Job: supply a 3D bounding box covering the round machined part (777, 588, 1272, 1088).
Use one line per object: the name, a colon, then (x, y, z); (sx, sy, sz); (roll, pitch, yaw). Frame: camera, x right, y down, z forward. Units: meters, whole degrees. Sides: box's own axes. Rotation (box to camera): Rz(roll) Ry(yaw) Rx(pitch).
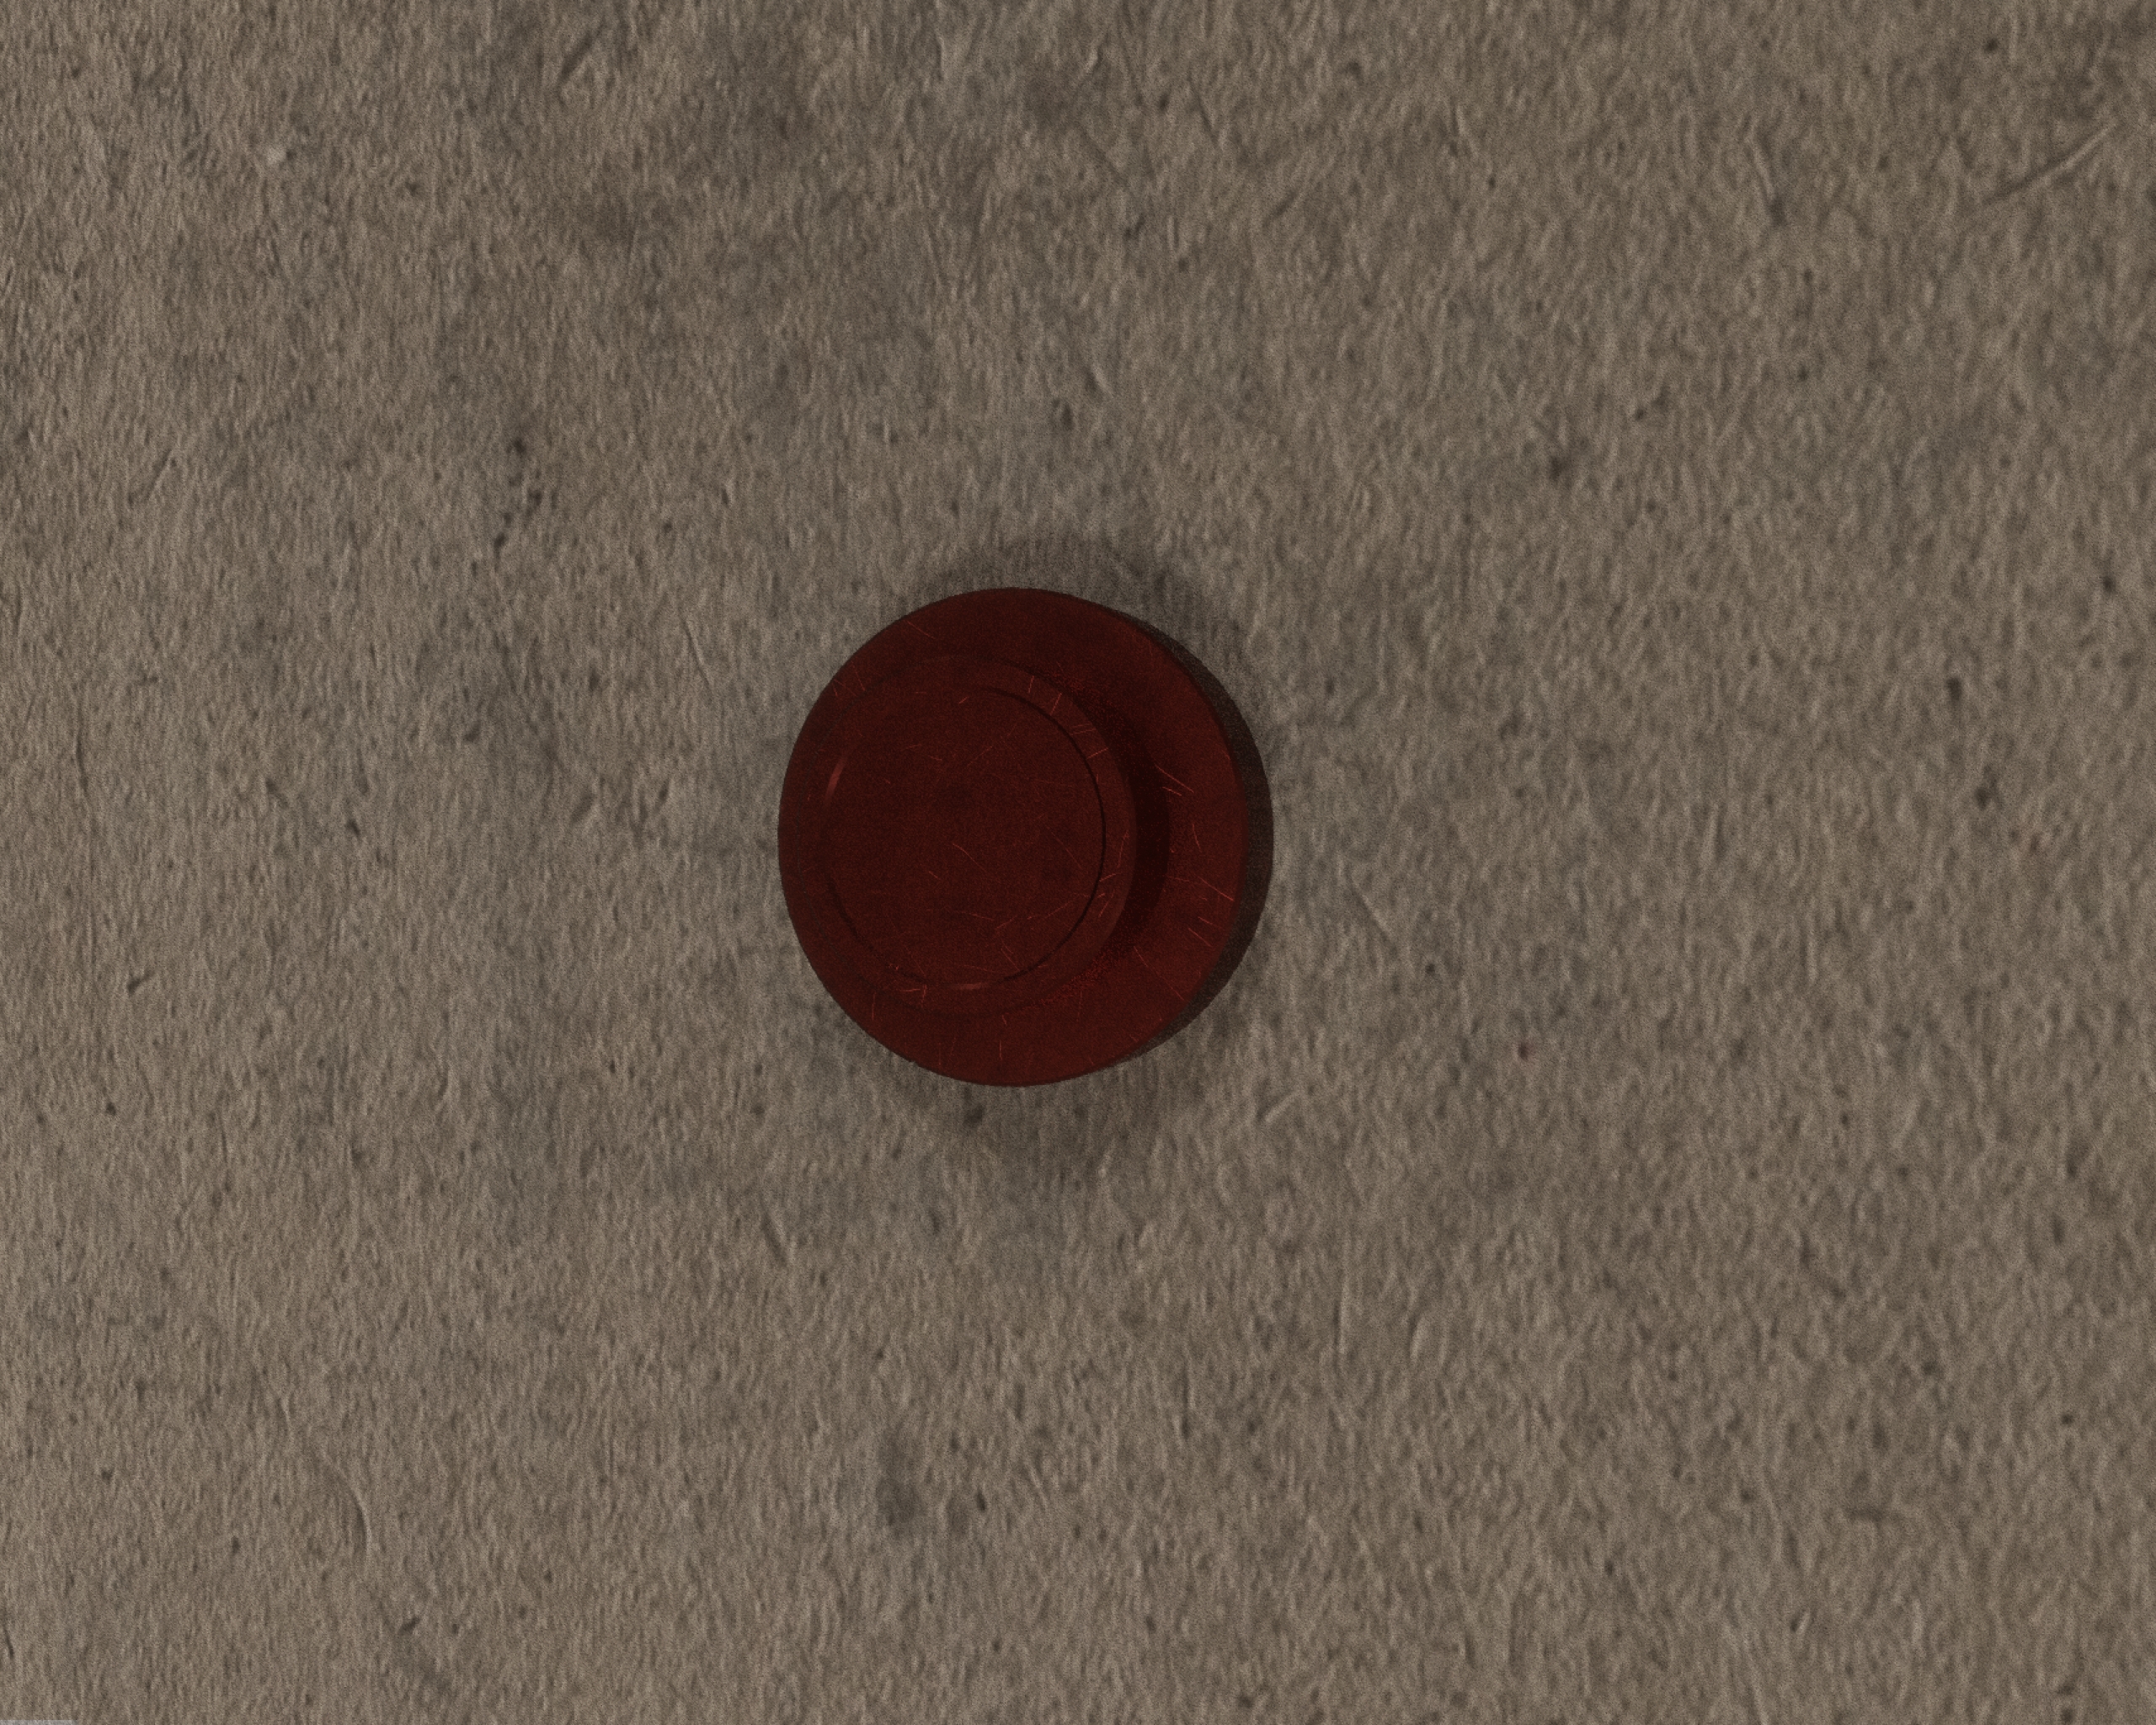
round machined part: (-0.015, -0.005, 0.405); (0.098, 0.042, 0.097); (0, 90, 19)
